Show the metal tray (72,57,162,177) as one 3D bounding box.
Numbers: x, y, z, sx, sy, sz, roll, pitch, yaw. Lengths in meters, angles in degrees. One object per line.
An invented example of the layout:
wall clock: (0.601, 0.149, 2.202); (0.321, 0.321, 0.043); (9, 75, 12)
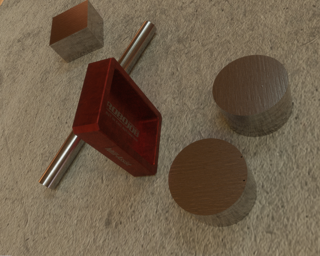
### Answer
metal tray: (-0.041, -0.007, 0.362); (0.030, 0.130, 0.090); (-9, 58, 24)

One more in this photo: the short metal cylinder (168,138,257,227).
short metal cylinder: (0.056, 0.057, 0.324); (0.080, 0.050, 0.080); (-13, 56, 21)

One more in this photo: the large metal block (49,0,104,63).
large metal block: (-0.154, -0.180, 0.579); (0.080, 0.050, 0.080); (-20, 54, 16)

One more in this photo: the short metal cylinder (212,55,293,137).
short metal cylinder: (0.106, -0.036, 0.354); (0.080, 0.050, 0.080); (-13, 56, 21)

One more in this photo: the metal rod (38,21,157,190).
metal rod: (-0.089, -0.044, 0.477); (0.025, 0.025, 0.300); (19, 71, 35)
